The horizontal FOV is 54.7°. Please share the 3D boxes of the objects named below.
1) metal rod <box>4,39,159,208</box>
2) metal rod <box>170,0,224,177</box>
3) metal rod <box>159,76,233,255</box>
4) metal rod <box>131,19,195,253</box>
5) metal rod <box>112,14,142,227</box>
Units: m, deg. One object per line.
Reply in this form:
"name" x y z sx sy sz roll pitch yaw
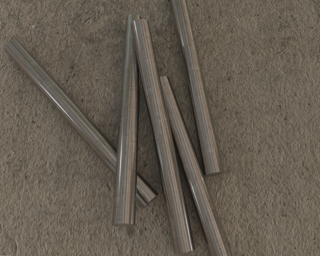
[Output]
"metal rod" -0.112 -0.015 0.412 0.025 0.025 0.300 -41 75 -13
"metal rod" 0.046 -0.081 0.437 0.025 0.025 0.299 -8 70 -3
"metal rod" 0.045 0.069 0.382 0.025 0.025 0.299 -16 71 -6
"metal rod" 0.000 -0.001 0.392 0.025 0.025 0.299 -10 76 -4
"metal rod" -0.039 -0.029 0.400 0.025 0.025 0.299 0 63 0
